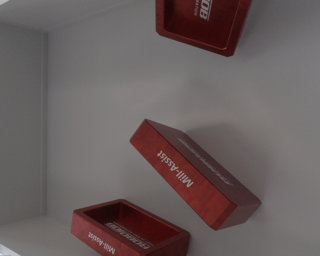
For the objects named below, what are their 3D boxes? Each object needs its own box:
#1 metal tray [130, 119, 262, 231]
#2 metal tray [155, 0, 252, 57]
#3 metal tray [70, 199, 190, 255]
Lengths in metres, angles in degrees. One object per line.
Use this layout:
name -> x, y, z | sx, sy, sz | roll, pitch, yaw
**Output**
metal tray -> 0.038, 0.046, 0.330 | 0.130, 0.090, 0.030 | 43, 104, 31
metal tray -> 0.043, -0.131, 0.292 | 0.090, 0.130, 0.030 | 20, 65, 10
metal tray -> -0.040, 0.134, 0.397 | 0.130, 0.091, 0.030 | 15, 100, 39
